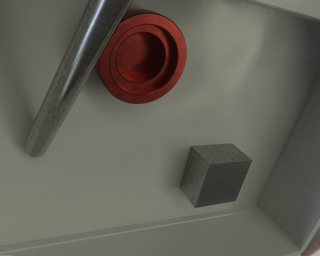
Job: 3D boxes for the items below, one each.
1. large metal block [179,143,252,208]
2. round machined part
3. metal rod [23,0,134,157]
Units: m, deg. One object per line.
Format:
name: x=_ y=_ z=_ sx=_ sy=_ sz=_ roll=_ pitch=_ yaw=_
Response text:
large metal block: x=0.086 y=0.073 z=0.487 sx=0.081 sy=0.050 sz=0.079 roll=-1 pitch=119 yaw=-28
round machined part: x=-0.024 y=-0.079 z=0.337 sx=0.099 sy=0.042 sz=0.097 roll=-14 pitch=125 yaw=-21
metal rod: x=-0.064 y=-0.053 z=0.245 sx=0.025 sy=0.025 sz=0.298 roll=8 pitch=146 yaw=-32
